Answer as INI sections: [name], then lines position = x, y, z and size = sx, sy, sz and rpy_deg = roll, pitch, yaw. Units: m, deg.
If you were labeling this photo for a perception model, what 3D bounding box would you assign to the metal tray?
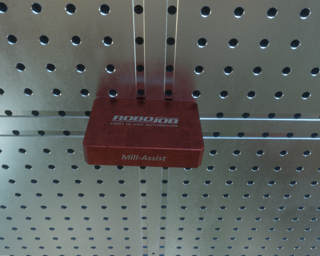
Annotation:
[metal tray]
position = -0.018, 0.003, 0.371
size = 0.131, 0.090, 0.030
rpy_deg = 2, 130, -3
